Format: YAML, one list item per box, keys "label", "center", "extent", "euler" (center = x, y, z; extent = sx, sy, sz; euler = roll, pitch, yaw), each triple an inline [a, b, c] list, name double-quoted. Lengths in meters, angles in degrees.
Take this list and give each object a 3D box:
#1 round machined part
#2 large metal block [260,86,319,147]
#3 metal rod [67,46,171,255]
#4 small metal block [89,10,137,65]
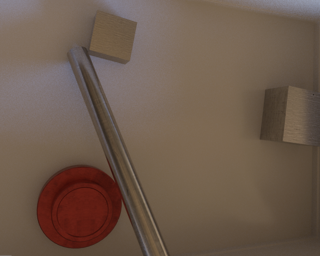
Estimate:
- label: "round machined part"
  center: [-0.093, 0.095, 0.368]
  extent: [0.099, 0.042, 0.097]
  euler: [0, 90, -21]
- label: "large metal block"
  center: [0.207, -0.016, 0.476]
  extent: [0.081, 0.050, 0.080]
  euler: [8, 87, -20]
- label: "metal rod"
  center: [-0.042, 0.041, 0.336]
  extent: [0.025, 0.025, 0.299]
  euler: [-18, 74, -19]
- label: "small metal block"
  center: [-0.060, -0.113, 0.389]
  extent: [0.050, 0.025, 0.050]
  euler: [11, 86, -20]
